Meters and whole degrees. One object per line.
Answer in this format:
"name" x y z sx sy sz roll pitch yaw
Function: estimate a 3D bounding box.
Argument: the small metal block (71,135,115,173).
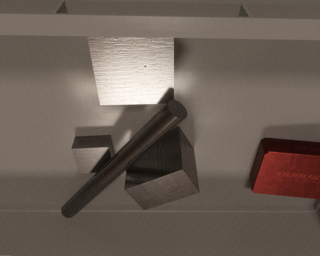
"small metal block" -0.092 0.038 0.440 0.050 0.025 0.050 -3 130 2

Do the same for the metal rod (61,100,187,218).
"metal rod" -0.066 0.059 0.420 0.025 0.025 0.299 28 133 -22

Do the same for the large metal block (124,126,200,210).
"large metal block" 0.003 0.054 0.419 0.080 0.080 0.050 -22 127 17

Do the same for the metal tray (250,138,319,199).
"metal tray" 0.207 0.062 0.452 0.131 0.030 0.089 5 131 4

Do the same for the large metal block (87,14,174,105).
"large metal block" -0.026 -0.072 0.331 0.081 0.050 0.079 -2 130 1
